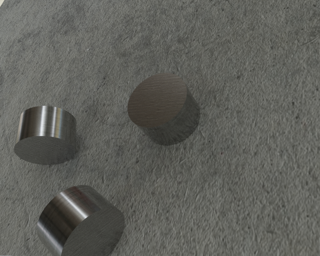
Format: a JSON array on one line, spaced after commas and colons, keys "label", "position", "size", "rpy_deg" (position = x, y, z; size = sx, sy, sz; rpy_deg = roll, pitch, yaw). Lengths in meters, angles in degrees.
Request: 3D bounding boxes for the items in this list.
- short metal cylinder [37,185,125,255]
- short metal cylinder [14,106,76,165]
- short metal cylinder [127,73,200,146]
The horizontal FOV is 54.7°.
[{"label": "short metal cylinder", "position": [-0.087, 0.111, 0.346], "size": [0.050, 0.080, 0.080], "rpy_deg": [28, 77, 37]}, {"label": "short metal cylinder", "position": [-0.163, 0.012, 0.447], "size": [0.080, 0.080, 0.050], "rpy_deg": [-20, 54, 17]}, {"label": "short metal cylinder", "position": [0.006, -0.024, 0.400], "size": [0.080, 0.050, 0.080], "rpy_deg": [-13, 56, 21]}]
